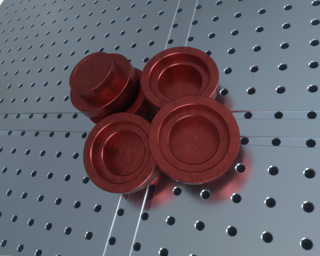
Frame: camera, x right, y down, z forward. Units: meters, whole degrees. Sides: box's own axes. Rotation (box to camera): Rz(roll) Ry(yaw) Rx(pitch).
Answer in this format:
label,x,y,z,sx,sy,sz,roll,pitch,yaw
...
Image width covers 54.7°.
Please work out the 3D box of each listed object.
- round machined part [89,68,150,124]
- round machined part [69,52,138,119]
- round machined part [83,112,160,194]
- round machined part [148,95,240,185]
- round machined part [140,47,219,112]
label,x,y,z,sx,sy,sz,roll,pitch,yaw
round machined part,-0.052,-0.036,0.445,0.098,0.042,0.098,-13,56,20
round machined part,-0.084,-0.065,0.425,0.098,0.042,0.098,-13,56,20
round machined part,-0.042,0.033,0.386,0.098,0.042,0.098,-4,75,16
round machined part,0.038,0.015,0.352,0.099,0.042,0.098,-2,74,6
round machined part,0.027,-0.055,0.404,0.099,0.042,0.098,-4,63,8
